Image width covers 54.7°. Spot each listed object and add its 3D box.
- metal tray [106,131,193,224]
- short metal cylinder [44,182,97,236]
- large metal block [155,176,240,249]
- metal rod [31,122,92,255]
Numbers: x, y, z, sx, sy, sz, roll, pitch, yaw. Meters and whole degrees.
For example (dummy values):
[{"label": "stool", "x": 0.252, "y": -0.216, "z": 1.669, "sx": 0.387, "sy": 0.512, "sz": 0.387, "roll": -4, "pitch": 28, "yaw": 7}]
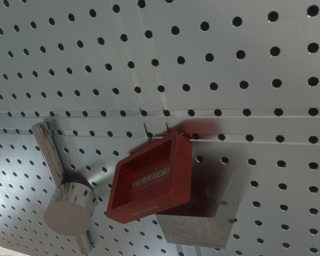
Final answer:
[{"label": "metal tray", "x": -0.016, "y": 0.069, "z": 0.417, "sx": 0.030, "sy": 0.090, "sz": 0.130, "roll": 34, "pitch": 135, "yaw": -30}, {"label": "short metal cylinder", "x": -0.157, "y": 0.143, "z": 0.548, "sx": 0.080, "sy": 0.050, "sz": 0.079, "roll": 0, "pitch": 118, "yaw": 1}, {"label": "large metal block", "x": 0.053, "y": 0.109, "z": 0.415, "sx": 0.080, "sy": 0.080, "sz": 0.050, "roll": -6, "pitch": 115, "yaw": 31}, {"label": "metal rod", "x": -0.178, "y": 0.126, "z": 0.583, "sx": 0.025, "sy": 0.025, "sz": 0.298, "roll": 5, "pitch": 121, "yaw": 26}]
